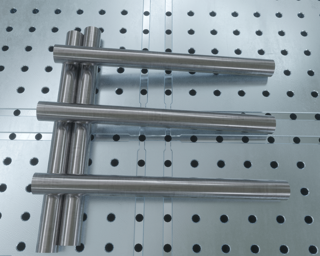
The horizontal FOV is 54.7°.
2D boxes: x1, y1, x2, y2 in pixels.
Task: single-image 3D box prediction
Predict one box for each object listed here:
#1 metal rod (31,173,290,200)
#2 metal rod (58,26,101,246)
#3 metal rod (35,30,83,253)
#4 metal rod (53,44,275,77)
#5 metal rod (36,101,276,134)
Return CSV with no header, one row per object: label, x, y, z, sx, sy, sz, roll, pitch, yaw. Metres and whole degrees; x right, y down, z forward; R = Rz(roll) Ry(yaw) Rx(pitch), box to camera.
metal rod,0.006,0.071,0.371,0.302,0.025,0.025,3,70,-6
metal rod,-0.103,-0.004,0.411,0.025,0.025,0.299,1,70,0
metal rod,-0.128,0.003,0.408,0.025,0.025,0.299,1,70,0
metal rod,0.010,-0.093,0.430,0.302,0.025,0.025,3,70,-6
metal rod,0.000,-0.013,0.400,0.302,0.025,0.025,3,70,-6
